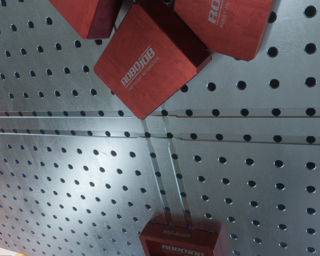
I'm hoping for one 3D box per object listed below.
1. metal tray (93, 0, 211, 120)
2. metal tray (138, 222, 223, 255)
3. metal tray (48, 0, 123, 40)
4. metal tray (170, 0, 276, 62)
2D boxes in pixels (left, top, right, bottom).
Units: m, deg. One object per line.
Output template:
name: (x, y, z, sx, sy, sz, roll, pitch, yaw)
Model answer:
metal tray: (-0.016, -0.072, 0.350, 0.090, 0.030, 0.129, 47, 143, -5)
metal tray: (0.037, 0.209, 0.516, 0.130, 0.030, 0.089, 0, 119, 28)
metal tray: (-0.088, -0.166, 0.322, 0.130, 0.030, 0.089, 49, 131, 20)
metal tray: (0.065, -0.137, 0.288, 0.090, 0.030, 0.129, 20, 126, 15)
